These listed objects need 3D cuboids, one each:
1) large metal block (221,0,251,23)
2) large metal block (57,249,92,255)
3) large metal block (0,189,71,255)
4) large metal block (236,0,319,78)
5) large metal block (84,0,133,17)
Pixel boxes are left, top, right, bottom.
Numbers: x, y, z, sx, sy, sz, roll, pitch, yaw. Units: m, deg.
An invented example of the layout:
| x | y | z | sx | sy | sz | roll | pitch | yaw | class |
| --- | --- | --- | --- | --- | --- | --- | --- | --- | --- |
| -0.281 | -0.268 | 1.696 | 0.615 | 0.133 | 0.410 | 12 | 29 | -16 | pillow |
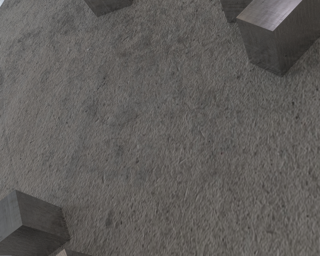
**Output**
| x | y | z | sx | sy | sz | roll | pitch | yaw | class |
| --- | --- | --- | --- | --- | --- | --- | --- | --- | --- |
| 0.140 | -0.196 | 0.434 | 0.080 | 0.050 | 0.080 | 13 | 69 | 33 | large metal block |
| -0.103 | 0.190 | 0.325 | 0.080 | 0.050 | 0.080 | -40 | 51 | 1 | large metal block |
| -0.173 | 0.131 | 0.380 | 0.080 | 0.080 | 0.050 | -37 | 51 | 3 | large metal block |
| 0.145 | -0.122 | 0.367 | 0.080 | 0.080 | 0.050 | -47 | 51 | -4 | large metal block |
| -0.098 | -0.276 | 0.609 | 0.080 | 0.050 | 0.080 | -10 | 58 | 23 | large metal block |
